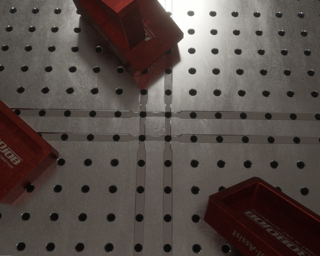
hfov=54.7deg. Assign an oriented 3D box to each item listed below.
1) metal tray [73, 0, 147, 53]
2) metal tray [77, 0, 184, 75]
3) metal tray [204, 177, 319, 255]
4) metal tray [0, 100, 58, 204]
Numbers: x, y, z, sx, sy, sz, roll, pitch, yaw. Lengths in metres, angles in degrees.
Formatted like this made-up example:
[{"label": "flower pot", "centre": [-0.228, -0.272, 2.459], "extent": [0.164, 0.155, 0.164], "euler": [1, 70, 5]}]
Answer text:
[{"label": "metal tray", "centre": [-0.077, -0.165, 0.428], "extent": [0.030, 0.090, 0.130], "euler": [-43, 69, -11]}, {"label": "metal tray", "centre": [-0.041, -0.152, 0.439], "extent": [0.090, 0.030, 0.130], "euler": [-42, 98, -14]}, {"label": "metal tray", "centre": [0.122, 0.106, 0.318], "extent": [0.091, 0.030, 0.130], "euler": [-11, 32, -38]}, {"label": "metal tray", "centre": [-0.210, 0.022, 0.398], "extent": [0.130, 0.030, 0.090], "euler": [39, 74, 12]}]
